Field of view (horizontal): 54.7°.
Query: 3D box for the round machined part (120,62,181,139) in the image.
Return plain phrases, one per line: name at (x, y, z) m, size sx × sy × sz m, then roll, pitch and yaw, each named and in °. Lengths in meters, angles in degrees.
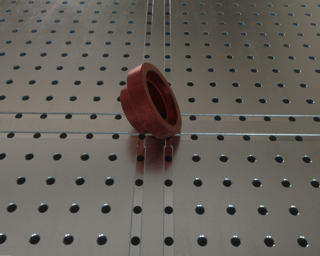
round machined part at (-0.014, -0.031, 0.397) m, size 0.042 × 0.098 × 0.098 m, roll -23°, pitch 46°, yaw 22°
